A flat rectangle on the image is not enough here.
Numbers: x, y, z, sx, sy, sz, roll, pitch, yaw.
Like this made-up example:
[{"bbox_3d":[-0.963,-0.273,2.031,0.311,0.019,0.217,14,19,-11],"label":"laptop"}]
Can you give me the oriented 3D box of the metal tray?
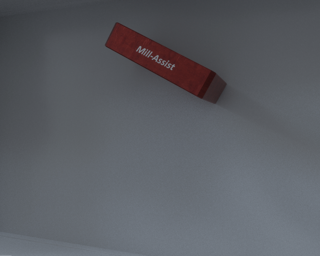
[{"bbox_3d":[0.010,-0.075,0.371,0.130,0.090,0.030,31,100,17],"label":"metal tray"}]
